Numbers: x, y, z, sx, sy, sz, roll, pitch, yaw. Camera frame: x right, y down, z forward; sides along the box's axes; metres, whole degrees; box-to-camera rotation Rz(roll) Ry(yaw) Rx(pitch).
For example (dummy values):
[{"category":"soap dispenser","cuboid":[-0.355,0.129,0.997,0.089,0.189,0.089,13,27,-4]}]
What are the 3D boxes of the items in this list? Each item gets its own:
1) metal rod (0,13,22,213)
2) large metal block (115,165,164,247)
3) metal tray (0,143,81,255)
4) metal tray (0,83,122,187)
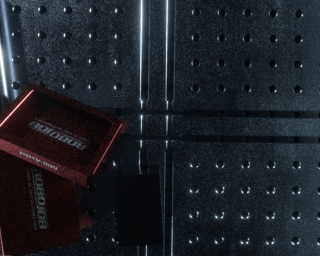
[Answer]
[{"category":"metal rod","cuboid":[-0.210,-0.034,0.411,0.025,0.025,0.298,-8,90,0]},{"category":"large metal block","cuboid":[-0.023,0.092,0.386,0.050,0.080,0.080,-3,90,0]},{"category":"metal tray","cuboid":[-0.156,0.088,0.395,0.091,0.030,0.129,-8,90,-20]},{"category":"metal tray","cuboid":[-0.124,0.006,0.383,0.131,0.030,0.090,23,51,1]}]
